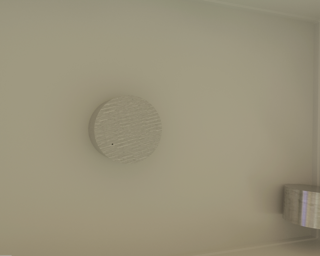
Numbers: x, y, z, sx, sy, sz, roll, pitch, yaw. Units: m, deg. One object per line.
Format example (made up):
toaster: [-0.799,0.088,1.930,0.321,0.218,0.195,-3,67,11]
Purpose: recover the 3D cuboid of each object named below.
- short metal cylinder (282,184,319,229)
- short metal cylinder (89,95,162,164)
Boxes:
short metal cylinder: [0.230,0.117,0.469,0.081,0.080,0.050,5,89,-20]
short metal cylinder: [-0.044,0.002,0.382,0.081,0.050,0.079,0,90,-20]
